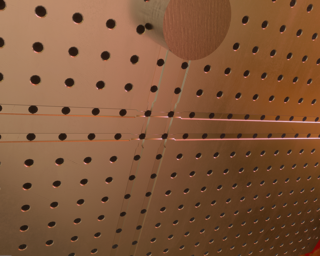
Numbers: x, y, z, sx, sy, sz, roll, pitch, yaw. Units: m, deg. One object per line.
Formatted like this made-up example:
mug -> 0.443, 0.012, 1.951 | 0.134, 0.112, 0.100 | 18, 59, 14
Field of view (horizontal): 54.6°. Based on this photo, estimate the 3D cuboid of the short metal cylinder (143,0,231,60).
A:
short metal cylinder -> 0.029, -0.120, 0.336 | 0.081, 0.050, 0.080 | -14, 124, -21
